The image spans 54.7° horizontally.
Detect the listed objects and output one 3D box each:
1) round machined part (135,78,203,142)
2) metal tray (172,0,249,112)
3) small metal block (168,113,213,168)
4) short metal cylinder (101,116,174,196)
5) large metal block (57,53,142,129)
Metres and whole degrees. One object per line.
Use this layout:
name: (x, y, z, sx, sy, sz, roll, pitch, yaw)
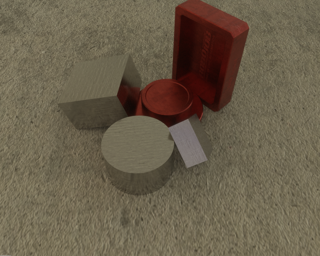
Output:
round machined part: (0.009, -0.029, 0.420, 0.099, 0.042, 0.098, 0, 50, 0)
metal tray: (0.060, -0.094, 0.414, 0.030, 0.129, 0.090, -37, 60, -27)
small metal block: (0.038, 0.013, 0.364, 0.025, 0.050, 0.050, -25, 92, 19)
short metal cylinder: (-0.025, 0.032, 0.362, 0.081, 0.050, 0.080, 0, 50, 0)
large metal block: (-0.076, -0.048, 0.412, 0.080, 0.050, 0.080, -6, 48, 17)
